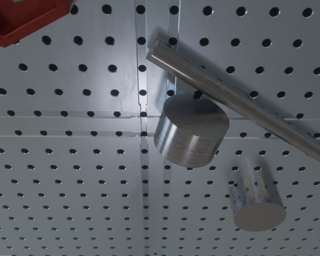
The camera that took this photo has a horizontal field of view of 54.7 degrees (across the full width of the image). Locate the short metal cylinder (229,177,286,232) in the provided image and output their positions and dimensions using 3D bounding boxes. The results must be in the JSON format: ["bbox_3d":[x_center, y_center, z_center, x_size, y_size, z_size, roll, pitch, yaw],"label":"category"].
[{"bbox_3d":[0.156,0.124,0.502,0.081,0.050,0.079,0,130,0],"label":"short metal cylinder"}]

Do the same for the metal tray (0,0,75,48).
[{"bbox_3d":[-0.152,-0.149,0.279,0.090,0.030,0.130,-21,127,17],"label":"metal tray"}]

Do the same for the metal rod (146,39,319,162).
[{"bbox_3d":[0.117,-0.022,0.393,0.301,0.025,0.025,27,125,-21],"label":"metal rod"}]

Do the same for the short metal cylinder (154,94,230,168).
[{"bbox_3d":[0.037,0.002,0.377,0.081,0.080,0.050,11,129,-9],"label":"short metal cylinder"}]
